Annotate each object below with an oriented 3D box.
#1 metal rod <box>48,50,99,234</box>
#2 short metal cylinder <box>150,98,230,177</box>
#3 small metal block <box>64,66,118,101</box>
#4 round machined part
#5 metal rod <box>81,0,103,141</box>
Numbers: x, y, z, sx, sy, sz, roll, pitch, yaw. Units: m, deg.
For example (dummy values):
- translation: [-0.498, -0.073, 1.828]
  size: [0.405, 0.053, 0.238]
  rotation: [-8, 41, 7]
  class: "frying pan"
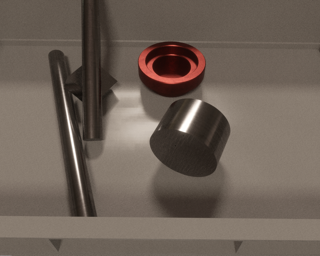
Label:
- translation: [-0.121, -0.006, 0.408]
  size: [0.025, 0.025, 0.299]
  rotation: [-14, 51, -12]
  class: "metal rod"
- translation: [0.035, 0.012, 0.360]
  size: [0.080, 0.080, 0.050]
  rotation: [20, 53, 15]
  class: "short metal cylinder"
- translation: [-0.098, -0.063, 0.442]
  size: [0.050, 0.025, 0.050]
  rotation: [41, 52, -5]
  class: "small metal block"
- translation: [0.017, -0.084, 0.465]
  size: [0.099, 0.042, 0.098]
  rotation: [0, 50, 0]
  class: "round machined part"
- translation: [-0.094, -0.132, 0.421]
  size: [0.025, 0.025, 0.298]
  rotation: [-3, 80, -3]
  class: "metal rod"
